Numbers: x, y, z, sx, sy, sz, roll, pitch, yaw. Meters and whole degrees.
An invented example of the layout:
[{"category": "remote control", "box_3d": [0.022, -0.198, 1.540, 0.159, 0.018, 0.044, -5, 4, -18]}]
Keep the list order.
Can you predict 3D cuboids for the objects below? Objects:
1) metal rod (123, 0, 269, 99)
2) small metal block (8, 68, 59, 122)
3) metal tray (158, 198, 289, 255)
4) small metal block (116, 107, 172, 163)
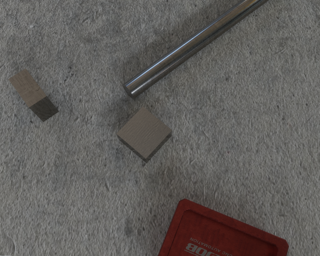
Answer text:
[{"category": "metal rod", "box_3d": [0.072, -0.140, 0.460, 0.301, 0.025, 0.025, -38, 75, -13]}, {"category": "small metal block", "box_3d": [-0.165, -0.042, 0.408, 0.025, 0.050, 0.050, -37, 75, -12]}, {"category": "metal tray", "box_3d": [0.068, 0.147, 0.352, 0.131, 0.030, 0.090, 21, 71, 7]}, {"category": "small metal block", "box_3d": [-0.020, 0.009, 0.405, 0.050, 0.025, 0.050, 39, 74, 13]}]
